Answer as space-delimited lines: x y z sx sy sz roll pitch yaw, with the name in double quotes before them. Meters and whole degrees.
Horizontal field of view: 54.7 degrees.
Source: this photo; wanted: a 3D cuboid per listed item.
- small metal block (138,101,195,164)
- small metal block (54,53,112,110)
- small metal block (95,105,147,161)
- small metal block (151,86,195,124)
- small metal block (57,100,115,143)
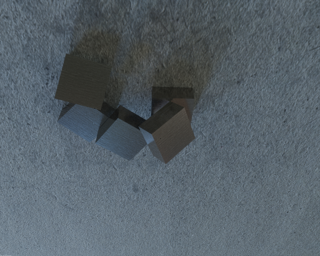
"small metal block" 0.010 0.005 0.364 0.050 0.025 0.050 -40 131 -20
"small metal block" -0.086 -0.051 0.349 0.050 0.025 0.050 14 92 -13
"small metal block" -0.043 0.007 0.380 0.050 0.025 0.050 30 124 -24
"small metal block" 0.014 -0.024 0.388 0.050 0.025 0.050 1 130 -2
"small metal block" -0.092 -0.016 0.394 0.050 0.025 0.050 -37 122 27
